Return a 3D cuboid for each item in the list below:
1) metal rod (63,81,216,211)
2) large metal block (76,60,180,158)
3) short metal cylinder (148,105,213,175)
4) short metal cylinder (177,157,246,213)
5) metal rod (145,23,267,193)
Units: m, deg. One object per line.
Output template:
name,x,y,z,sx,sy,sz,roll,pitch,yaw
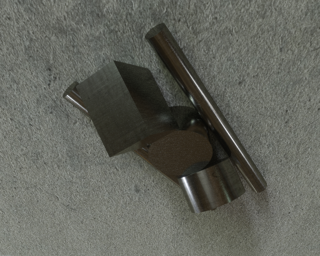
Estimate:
metal rod,-0.010,0.040,0.442,0.025,0.025,0.300,-33,123,25
large metal block,-0.031,-0.021,0.334,0.050,0.080,0.080,-30,83,22
short metal cylinder,0.026,0.017,0.407,0.081,0.050,0.079,0,130,0
short metal cylinder,0.071,0.078,0.432,0.080,0.080,0.050,-25,84,19
metal rod,0.075,-0.005,0.404,0.025,0.025,0.300,-26,126,20
